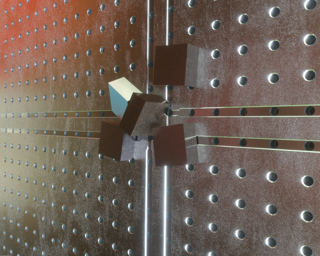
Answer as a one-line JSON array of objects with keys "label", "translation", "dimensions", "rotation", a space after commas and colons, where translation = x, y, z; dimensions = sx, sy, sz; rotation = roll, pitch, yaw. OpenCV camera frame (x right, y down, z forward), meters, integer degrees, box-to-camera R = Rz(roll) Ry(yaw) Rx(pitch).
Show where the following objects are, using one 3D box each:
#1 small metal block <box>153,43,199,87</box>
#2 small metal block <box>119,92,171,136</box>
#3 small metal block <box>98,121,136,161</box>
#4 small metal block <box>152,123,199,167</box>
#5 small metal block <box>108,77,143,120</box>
[{"label": "small metal block", "translation": [0.020, -0.078, 0.394], "dimensions": [0.050, 0.025, 0.050], "rotation": [7, 95, 40]}, {"label": "small metal block", "translation": [-0.020, -0.018, 0.410], "dimensions": [0.025, 0.050, 0.050], "rotation": [38, 113, 33]}, {"label": "small metal block", "translation": [-0.064, 0.018, 0.464], "dimensions": [0.050, 0.025, 0.050], "rotation": [12, 98, 39]}, {"label": "small metal block", "translation": [0.019, 0.022, 0.395], "dimensions": [0.050, 0.025, 0.050], "rotation": [-9, 84, 39]}, {"label": "small metal block", "translation": [-0.046, -0.035, 0.432], "dimensions": [0.050, 0.025, 0.050], "rotation": [43, 148, 36]}]
